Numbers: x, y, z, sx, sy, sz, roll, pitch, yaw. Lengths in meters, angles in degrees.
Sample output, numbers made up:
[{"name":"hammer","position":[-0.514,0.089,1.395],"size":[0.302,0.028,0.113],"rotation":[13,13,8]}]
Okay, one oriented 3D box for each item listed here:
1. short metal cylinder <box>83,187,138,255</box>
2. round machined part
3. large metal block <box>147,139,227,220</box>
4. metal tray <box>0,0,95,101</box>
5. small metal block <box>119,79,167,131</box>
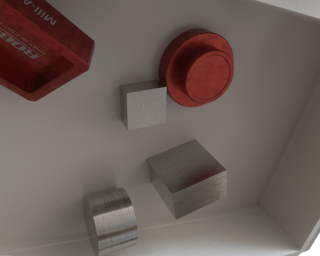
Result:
[{"name":"short metal cylinder","position":[-0.068,0.124,0.414],"size":[0.050,0.080,0.079],"rotation":[-10,123,-24]},{"name":"round machined part","position":[0.052,-0.069,0.385],"size":[0.099,0.042,0.097],"rotation":[-14,124,-21]},{"name":"large metal block","position":[0.037,0.069,0.438],"size":[0.081,0.080,0.050],"rotation":[-21,127,-17]},{"name":"metal tray","position":[-0.132,-0.079,0.252],"size":[0.090,0.030,0.130],"rotation":[-21,140,34]},{"name":"small metal block","position":[-0.021,-0.029,0.381],"size":[0.050,0.025,0.050],"rotation":[-13,124,-22]}]
